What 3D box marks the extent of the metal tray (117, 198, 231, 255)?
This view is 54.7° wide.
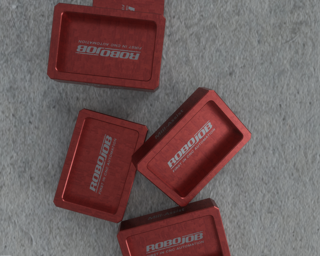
[{"bbox_3d":[0.020,0.152,0.401,0.131,0.030,0.089,-15,98,-1],"label":"metal tray"}]

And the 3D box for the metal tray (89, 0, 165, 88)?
[{"bbox_3d":[-0.043,-0.117,0.407,0.091,0.030,0.129,4,90,-1],"label":"metal tray"}]

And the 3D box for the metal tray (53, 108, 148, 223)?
[{"bbox_3d":[-0.075,0.048,0.406,0.091,0.030,0.129,16,90,-1],"label":"metal tray"}]

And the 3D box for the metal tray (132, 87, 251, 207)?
[{"bbox_3d":[0.041,0.024,0.390,0.130,0.030,0.090,-46,113,-2],"label":"metal tray"}]

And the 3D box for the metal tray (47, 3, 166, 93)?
[{"bbox_3d":[-0.063,-0.095,0.376,0.131,0.030,0.089,6,90,-1],"label":"metal tray"}]
